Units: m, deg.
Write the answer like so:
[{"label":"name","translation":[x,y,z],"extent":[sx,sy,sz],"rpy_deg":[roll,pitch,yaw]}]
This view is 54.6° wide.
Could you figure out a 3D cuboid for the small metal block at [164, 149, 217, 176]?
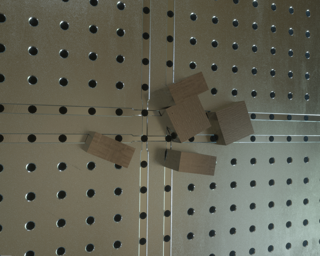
[{"label":"small metal block","translation":[0.039,0.045,0.414],"extent":[0.050,0.050,0.025],"rpy_deg":[10,87,-20]}]

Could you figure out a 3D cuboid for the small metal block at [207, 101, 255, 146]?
[{"label":"small metal block","translation":[0.103,-0.007,0.450],"extent":[0.050,0.025,0.050],"rpy_deg":[-21,97,-19]}]

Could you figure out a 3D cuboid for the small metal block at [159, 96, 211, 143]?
[{"label":"small metal block","translation":[0.035,-0.013,0.425],"extent":[0.050,0.025,0.050],"rpy_deg":[-28,100,-18]}]

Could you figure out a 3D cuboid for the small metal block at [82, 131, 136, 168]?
[{"label":"small metal block","translation":[-0.063,0.025,0.376],"extent":[0.050,0.050,0.025],"rpy_deg":[25,82,-18]}]

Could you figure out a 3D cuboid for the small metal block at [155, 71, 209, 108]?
[{"label":"small metal block","translation":[0.028,-0.050,0.409],"extent":[0.050,0.050,0.025],"rpy_deg":[-26,99,-18]}]
